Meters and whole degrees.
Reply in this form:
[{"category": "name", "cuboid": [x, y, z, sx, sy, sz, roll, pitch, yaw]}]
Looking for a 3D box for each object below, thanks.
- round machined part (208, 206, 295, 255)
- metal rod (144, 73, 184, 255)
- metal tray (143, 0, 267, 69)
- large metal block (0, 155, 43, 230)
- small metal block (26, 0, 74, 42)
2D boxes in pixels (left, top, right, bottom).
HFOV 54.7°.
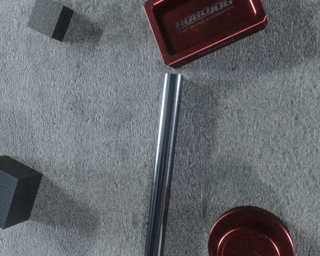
[{"category": "round machined part", "cuboid": [0.104, 0.145, 0.363, 0.098, 0.042, 0.097, 0, 90, 20]}, {"category": "metal rod", "cuboid": [0.002, 0.079, 0.408, 0.025, 0.025, 0.298, 7, 92, 20]}, {"category": "metal tray", "cuboid": [0.054, -0.141, 0.387, 0.130, 0.030, 0.090, -22, 83, 18]}, {"category": "large metal block", "cuboid": [-0.241, 0.096, 0.481, 0.080, 0.050, 0.080, 21, 97, 18]}, {"category": "small metal block", "cuboid": [-0.166, -0.165, 0.467, 0.050, 0.025, 0.050, 27, 99, 18]}]
